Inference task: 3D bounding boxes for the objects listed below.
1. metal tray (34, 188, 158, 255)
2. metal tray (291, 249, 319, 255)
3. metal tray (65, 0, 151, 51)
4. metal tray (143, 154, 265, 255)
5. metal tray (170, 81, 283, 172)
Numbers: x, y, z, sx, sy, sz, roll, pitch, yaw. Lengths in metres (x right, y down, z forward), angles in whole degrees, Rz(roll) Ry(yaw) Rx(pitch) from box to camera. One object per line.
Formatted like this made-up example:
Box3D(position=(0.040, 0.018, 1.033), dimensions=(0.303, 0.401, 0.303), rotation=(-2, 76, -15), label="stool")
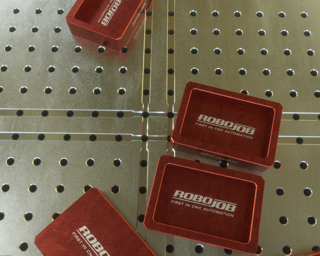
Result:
Box3D(position=(-0.066, 0.146, 0.356), dimensions=(0.090, 0.030, 0.130), rotation=(-42, 75, -14), label="metal tray")
Box3D(position=(0.151, 0.192, 0.339), dimensions=(0.131, 0.030, 0.090), rotation=(-11, 70, -4), label="metal tray")
Box3D(position=(-0.073, -0.191, 0.478), dimensions=(0.090, 0.030, 0.130), rotation=(22, 71, 8), label="metal tray")
Box3D(position=(0.054, 0.091, 0.376), dimensions=(0.131, 0.030, 0.090), rotation=(12, 70, 4), label="metal tray")
Box3D(position=(0.087, -0.003, 0.410), dimensions=(0.131, 0.030, 0.090), rotation=(15, 71, 5), label="metal tray")
